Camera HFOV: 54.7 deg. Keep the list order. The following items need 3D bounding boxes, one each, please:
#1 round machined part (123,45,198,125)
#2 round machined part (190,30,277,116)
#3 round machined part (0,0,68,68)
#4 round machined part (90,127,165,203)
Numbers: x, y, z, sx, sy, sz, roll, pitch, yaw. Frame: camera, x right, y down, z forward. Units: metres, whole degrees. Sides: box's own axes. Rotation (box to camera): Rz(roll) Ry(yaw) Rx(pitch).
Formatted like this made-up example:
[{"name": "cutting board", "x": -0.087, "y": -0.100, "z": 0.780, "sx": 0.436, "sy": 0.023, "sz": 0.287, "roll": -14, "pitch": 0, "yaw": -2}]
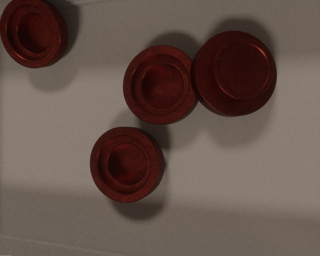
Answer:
[{"name": "round machined part", "x": 0.006, "y": -0.053, "z": 0.399, "sx": 0.098, "sy": 0.042, "sz": 0.097, "roll": 0, "pitch": 90, "yaw": 19}, {"name": "round machined part", "x": 0.087, "y": -0.062, "z": 0.349, "sx": 0.099, "sy": 0.042, "sz": 0.097, "roll": 0, "pitch": 88, "yaw": -9}, {"name": "round machined part", "x": -0.178, "y": -0.138, "z": 0.454, "sx": 0.098, "sy": 0.042, "sz": 0.097, "roll": 4, "pitch": 107, "yaw": 14}, {"name": "round machined part", "x": -0.040, "y": 0.047, "z": 0.415, "sx": 0.098, "sy": 0.042, "sz": 0.097, "roll": 0, "pitch": 90, "yaw": 19}]
